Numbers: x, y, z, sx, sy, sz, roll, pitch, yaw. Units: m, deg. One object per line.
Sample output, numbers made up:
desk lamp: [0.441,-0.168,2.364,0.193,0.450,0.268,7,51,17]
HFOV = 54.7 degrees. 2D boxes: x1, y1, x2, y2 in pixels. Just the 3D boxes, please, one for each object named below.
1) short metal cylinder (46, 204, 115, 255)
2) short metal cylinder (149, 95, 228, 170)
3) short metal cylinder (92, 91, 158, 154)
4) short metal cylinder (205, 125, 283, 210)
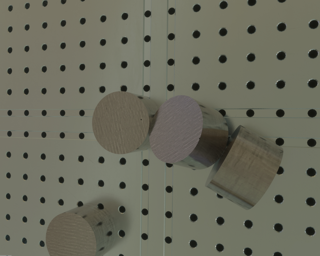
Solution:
short metal cylinder: [-0.112,0.153,0.439,0.080,0.050,0.079,0,90,20]
short metal cylinder: [0.033,0.006,0.370,0.080,0.050,0.080,-17,64,40]
short metal cylinder: [-0.042,-0.007,0.414,0.080,0.050,0.079,0,90,20]
short metal cylinder: [0.092,0.043,0.347,0.050,0.080,0.080,30,100,7]
